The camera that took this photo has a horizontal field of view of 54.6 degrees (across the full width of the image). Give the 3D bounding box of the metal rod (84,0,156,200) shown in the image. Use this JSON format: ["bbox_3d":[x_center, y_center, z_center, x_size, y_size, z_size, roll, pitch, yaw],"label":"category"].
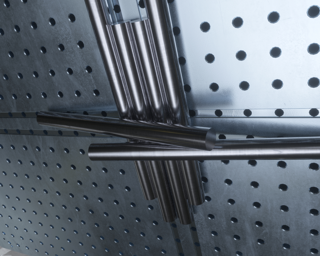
[{"bbox_3d":[-0.045,-0.027,0.418,0.025,0.025,0.298,1,119,28],"label":"metal rod"}]

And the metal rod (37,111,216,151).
[{"bbox_3d":[-0.067,-0.002,0.416,0.300,0.025,0.025,7,122,35],"label":"metal rod"}]

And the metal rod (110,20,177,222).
[{"bbox_3d":[-0.015,0.009,0.424,0.025,0.025,0.298,1,119,28],"label":"metal rod"}]

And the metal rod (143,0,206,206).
[{"bbox_3d":[0.021,-0.028,0.382,0.025,0.025,0.298,1,119,28],"label":"metal rod"}]

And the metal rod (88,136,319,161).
[{"bbox_3d":[0.050,0.027,0.375,0.301,0.025,0.025,-2,118,19],"label":"metal rod"}]

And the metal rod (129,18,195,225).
[{"bbox_3d":[0.009,0.009,0.414,0.025,0.025,0.298,1,119,28],"label":"metal rod"}]
